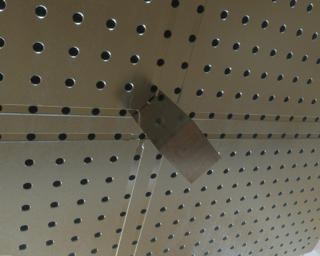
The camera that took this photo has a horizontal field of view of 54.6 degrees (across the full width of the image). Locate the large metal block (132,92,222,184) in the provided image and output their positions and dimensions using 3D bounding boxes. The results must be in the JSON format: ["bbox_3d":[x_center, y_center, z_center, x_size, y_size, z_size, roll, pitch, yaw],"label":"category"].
[{"bbox_3d":[0.021,0.012,0.393,0.050,0.080,0.080,-41,130,0],"label":"large metal block"}]
